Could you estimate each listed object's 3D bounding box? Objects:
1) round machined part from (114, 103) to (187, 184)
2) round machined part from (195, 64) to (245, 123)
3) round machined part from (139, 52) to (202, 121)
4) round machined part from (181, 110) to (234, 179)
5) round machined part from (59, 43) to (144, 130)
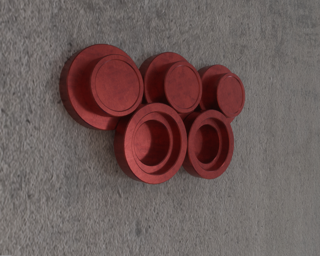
[{"bbox_3d":[-0.016,0.018,0.384,0.099,0.042,0.097,0,90,-40],"label":"round machined part"},{"bbox_3d":[0.094,-0.049,0.477,0.099,0.042,0.097,0,90,-40],"label":"round machined part"},{"bbox_3d":[0.018,-0.053,0.413,0.099,0.042,0.097,0,90,-40],"label":"round machined part"},{"bbox_3d":[0.060,0.023,0.448,0.099,0.042,0.097,0,90,-40],"label":"round machined part"},{"bbox_3d":[-0.058,-0.046,0.348,0.099,0.042,0.097,0,90,-40],"label":"round machined part"}]
